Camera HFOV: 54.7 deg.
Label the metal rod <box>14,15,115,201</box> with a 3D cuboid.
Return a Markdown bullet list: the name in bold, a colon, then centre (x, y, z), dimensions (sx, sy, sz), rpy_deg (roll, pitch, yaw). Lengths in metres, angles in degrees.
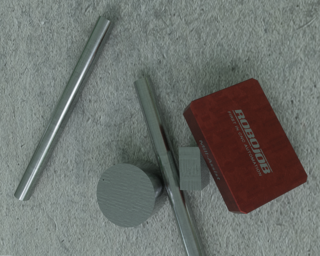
- **metal rod**: centre (-0.145, -0.023, 0.459), dimensions (0.025, 0.025, 0.299), rpy_deg (32, 100, 17)

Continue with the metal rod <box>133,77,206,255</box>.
- **metal rod**: centre (0.020, 0.078, 0.401), dimensions (0.025, 0.025, 0.299), rpy_deg (-19, 84, 19)

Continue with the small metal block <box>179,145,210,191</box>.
- **small metal block**: centre (0.043, 0.047, 0.380), dimensions (0.025, 0.050, 0.050), rpy_deg (-2, 89, 20)

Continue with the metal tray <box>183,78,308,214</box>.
- **metal tray**: centre (0.094, 0.018, 0.348), dimensions (0.091, 0.030, 0.130), rpy_deg (-22, 81, -16)

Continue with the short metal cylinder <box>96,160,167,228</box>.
- **short metal cylinder**: centre (-0.035, 0.084, 0.408), dimensions (0.080, 0.050, 0.079), rpy_deg (0, 90, 20)
